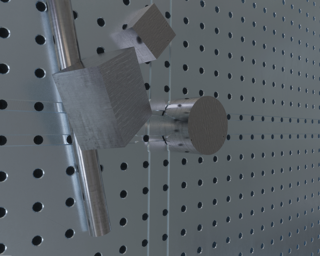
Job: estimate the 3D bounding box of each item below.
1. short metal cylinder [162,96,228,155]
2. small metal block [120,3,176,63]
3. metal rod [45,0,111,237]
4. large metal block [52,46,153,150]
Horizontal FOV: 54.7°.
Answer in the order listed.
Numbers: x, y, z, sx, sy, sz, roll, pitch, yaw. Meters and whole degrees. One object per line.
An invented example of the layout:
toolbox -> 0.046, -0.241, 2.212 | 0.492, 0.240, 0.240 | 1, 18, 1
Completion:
short metal cylinder -> 0.050, -0.004, 0.435 | 0.081, 0.050, 0.079 | 0, 90, -40
small metal block -> -0.014, -0.121, 0.398 | 0.050, 0.025, 0.050 | 49, 61, -29
metal rod -> -0.090, -0.029, 0.334 | 0.025, 0.025, 0.298 | -14, 99, -39
large metal block -> -0.054, -0.032, 0.322 | 0.080, 0.050, 0.080 | -55, 135, -58
